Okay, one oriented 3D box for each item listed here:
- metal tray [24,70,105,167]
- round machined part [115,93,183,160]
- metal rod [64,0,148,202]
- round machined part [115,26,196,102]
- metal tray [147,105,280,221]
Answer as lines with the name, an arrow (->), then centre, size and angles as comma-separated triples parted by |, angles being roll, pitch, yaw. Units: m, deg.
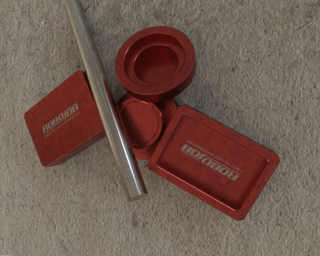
metal tray -> -0.131, -0.011, 0.442 | 0.130, 0.030, 0.090 | -31, 77, 26
round machined part -> -0.022, -0.007, 0.409 | 0.098, 0.042, 0.097 | 0, 90, 20
metal rod -> -0.076, -0.051, 0.402 | 0.025, 0.025, 0.299 | -29, 68, 17
round machined part -> -0.003, -0.076, 0.391 | 0.098, 0.042, 0.098 | -4, 67, 11
metal tray -> 0.062, 0.039, 0.374 | 0.130, 0.030, 0.090 | 29, 99, 7
